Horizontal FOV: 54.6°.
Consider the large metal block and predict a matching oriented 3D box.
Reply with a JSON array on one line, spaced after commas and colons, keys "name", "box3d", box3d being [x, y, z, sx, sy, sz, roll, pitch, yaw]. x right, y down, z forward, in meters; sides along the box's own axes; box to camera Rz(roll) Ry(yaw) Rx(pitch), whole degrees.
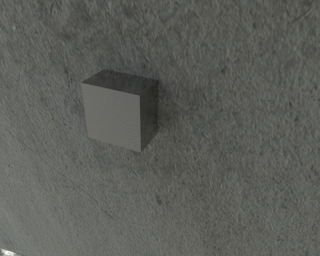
[{"name": "large metal block", "box3d": [-0.049, -0.024, 0.403, 0.080, 0.050, 0.079, 14, 124, 20]}]
